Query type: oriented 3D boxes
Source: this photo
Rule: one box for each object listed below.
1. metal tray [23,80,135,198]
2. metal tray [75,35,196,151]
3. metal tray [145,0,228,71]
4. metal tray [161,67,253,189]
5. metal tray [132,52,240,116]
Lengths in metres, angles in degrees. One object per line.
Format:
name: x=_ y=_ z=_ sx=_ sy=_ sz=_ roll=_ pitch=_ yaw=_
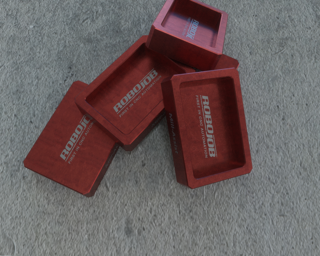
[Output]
metal tray: x=-0.099 y=0.012 z=0.400 sx=0.090 sy=0.030 sz=0.130 roll=23 pitch=71 yaw=8
metal tray: x=-0.028 y=-0.046 z=0.391 sx=0.090 sy=0.030 sz=0.130 roll=40 pitch=74 yaw=13
metal tray: x=0.041 y=-0.135 z=0.420 sx=0.090 sy=0.030 sz=0.130 roll=22 pitch=44 yaw=-3
metal tray: x=0.057 y=-0.002 z=0.372 sx=0.091 sy=0.030 sz=0.129 roll=-11 pitch=94 yaw=-21
metal tray: x=0.033 y=-0.077 z=0.435 sx=0.130 sy=0.030 sz=0.090 roll=26 pitch=72 yaw=8
